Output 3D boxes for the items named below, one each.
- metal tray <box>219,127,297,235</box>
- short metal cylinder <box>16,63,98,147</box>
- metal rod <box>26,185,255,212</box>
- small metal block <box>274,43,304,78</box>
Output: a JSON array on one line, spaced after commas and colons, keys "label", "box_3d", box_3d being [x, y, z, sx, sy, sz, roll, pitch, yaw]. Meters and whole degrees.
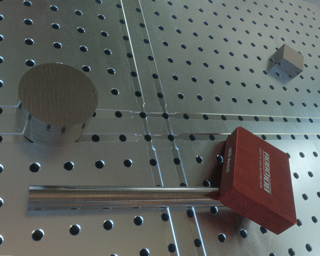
[{"label": "metal tray", "box_3d": [0.130, 0.064, 0.414, 0.090, 0.030, 0.130, 30, 38, -6]}, {"label": "short metal cylinder", "box_3d": [-0.115, -0.025, 0.345, 0.081, 0.050, 0.080, 14, 56, -21]}, {"label": "metal rod", "box_3d": [0.009, 0.081, 0.363, 0.302, 0.025, 0.025, 6, 59, -25]}, {"label": "small metal block", "box_3d": [0.265, -0.138, 0.635, 0.050, 0.025, 0.050, 30, 52, -9]}]
